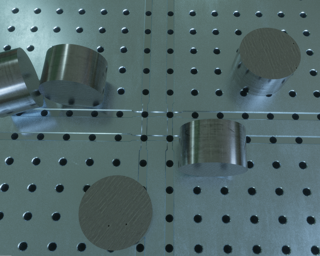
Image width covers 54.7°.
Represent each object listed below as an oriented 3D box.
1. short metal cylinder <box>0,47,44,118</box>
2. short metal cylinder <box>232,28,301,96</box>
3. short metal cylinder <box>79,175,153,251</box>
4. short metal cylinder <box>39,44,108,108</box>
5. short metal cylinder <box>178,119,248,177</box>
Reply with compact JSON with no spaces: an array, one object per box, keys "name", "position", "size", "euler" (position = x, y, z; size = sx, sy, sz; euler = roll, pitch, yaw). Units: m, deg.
[{"name":"short metal cylinder","position":[-0.193,-0.059,0.402],"size":[0.050,0.080,0.080],"euler":[-17,71,-6]},{"name":"short metal cylinder","position":[0.146,-0.091,0.433],"size":[0.081,0.050,0.080],"euler":[0,70,0]},{"name":"short metal cylinder","position":[-0.049,0.099,0.362],"size":[0.081,0.050,0.080],"euler":[0,70,0]},{"name":"short metal cylinder","position":[-0.112,-0.066,0.406],"size":[0.080,0.080,0.050],"euler":[3,70,1]},{"name":"short metal cylinder","position":[0.063,0.027,0.373],"size":[0.080,0.080,0.050],"euler":[2,70,1]}]
